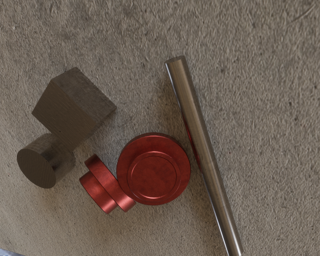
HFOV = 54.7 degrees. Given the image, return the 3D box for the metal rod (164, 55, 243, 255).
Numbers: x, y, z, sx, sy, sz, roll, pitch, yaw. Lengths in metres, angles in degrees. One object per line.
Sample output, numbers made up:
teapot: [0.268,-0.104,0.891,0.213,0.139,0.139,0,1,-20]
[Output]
metal rod: [0.064,0.053,0.405,0.025,0.025,0.298,-6,116,31]

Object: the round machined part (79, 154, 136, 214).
round machined part: [-0.083,0.089,0.461,0.098,0.042,0.098,47,167,15]

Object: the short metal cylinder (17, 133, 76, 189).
short metal cylinder: [-0.193,0.056,0.527,0.080,0.050,0.079,13,124,21]

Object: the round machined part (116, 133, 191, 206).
round machined part: [-0.008,0.058,0.407,0.099,0.042,0.097,-1,102,-2]

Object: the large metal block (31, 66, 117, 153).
large metal block: [-0.122,-0.025,0.440,0.080,0.050,0.080,45,129,-4]
